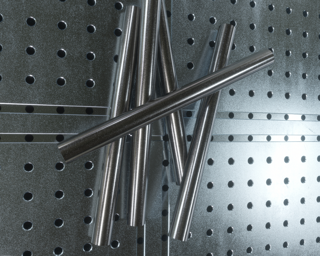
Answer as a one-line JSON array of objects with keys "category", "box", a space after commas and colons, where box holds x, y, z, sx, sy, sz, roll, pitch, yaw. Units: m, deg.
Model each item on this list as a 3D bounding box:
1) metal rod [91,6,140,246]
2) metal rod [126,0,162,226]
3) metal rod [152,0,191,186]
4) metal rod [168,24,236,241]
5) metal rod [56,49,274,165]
[{"category": "metal rod", "box": [-0.053, -0.005, 0.393, 0.025, 0.025, 0.298, 9, 87, -20]}, {"category": "metal rod", "box": [-0.021, -0.025, 0.393, 0.025, 0.025, 0.298, 3, 94, -20]}, {"category": "metal rod", "box": [0.010, -0.071, 0.417, 0.025, 0.025, 0.298, -11, 94, -20]}, {"category": "metal rod", "box": [0.060, -0.004, 0.416, 0.025, 0.025, 0.299, 20, 76, -19]}, {"category": "metal rod", "box": [0.022, -0.035, 0.382, 0.302, 0.025, 0.025, -26, 99, -19]}]
